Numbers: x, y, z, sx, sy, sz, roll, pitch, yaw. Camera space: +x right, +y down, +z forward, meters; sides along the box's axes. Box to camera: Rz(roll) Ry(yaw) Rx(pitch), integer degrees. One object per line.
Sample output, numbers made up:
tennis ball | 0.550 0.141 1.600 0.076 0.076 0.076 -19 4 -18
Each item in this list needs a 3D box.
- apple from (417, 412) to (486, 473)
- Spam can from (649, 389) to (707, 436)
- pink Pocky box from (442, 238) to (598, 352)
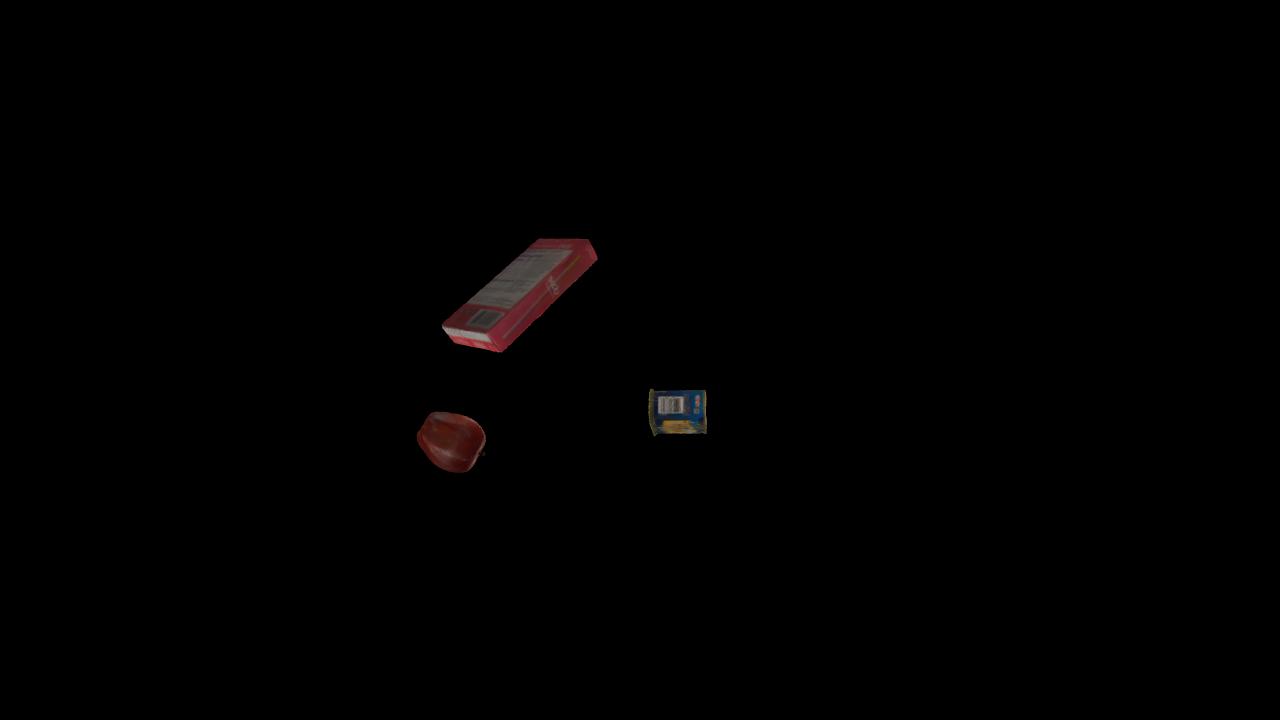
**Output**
apple | -0.255 0.111 0.840 0.093 0.079 0.079 31 -8 -13
Spam can | 0.060 0.082 0.949 0.085 0.058 0.101 -1 -19 7
pink Pocky box | -0.120 -0.071 0.628 0.084 0.029 0.155 10 49 42
